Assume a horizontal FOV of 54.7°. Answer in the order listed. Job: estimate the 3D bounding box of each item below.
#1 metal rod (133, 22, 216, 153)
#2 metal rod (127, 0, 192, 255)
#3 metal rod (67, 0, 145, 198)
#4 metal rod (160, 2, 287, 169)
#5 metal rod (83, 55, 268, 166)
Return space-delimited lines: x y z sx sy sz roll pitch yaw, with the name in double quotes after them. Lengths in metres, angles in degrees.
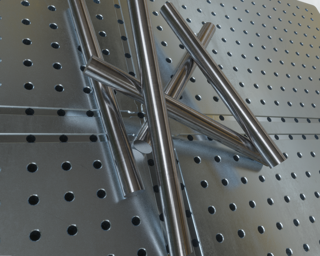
0.035 -0.080 0.477 0.025 0.025 0.301 34 51 -7 "metal rod"
-0.002 -0.009 0.356 0.025 0.025 0.298 -6 83 -31 "metal rod"
-0.076 -0.057 0.402 0.025 0.025 0.299 -6 65 -31 "metal rod"
0.087 -0.073 0.465 0.025 0.025 0.299 -20 71 -36 "metal rod"
0.043 -0.013 0.414 0.302 0.025 0.025 26 52 -23 "metal rod"
